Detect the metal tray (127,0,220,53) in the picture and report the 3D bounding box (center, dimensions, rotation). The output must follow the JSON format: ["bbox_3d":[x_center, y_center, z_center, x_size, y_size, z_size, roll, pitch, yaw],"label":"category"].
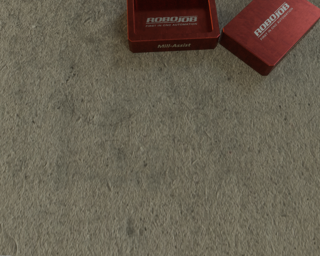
[{"bbox_3d":[0.018,-0.161,0.464,0.131,0.030,0.090,-3,70,-2],"label":"metal tray"}]

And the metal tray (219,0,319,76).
[{"bbox_3d":[0.164,-0.150,0.461,0.090,0.030,0.130,42,75,13],"label":"metal tray"}]
